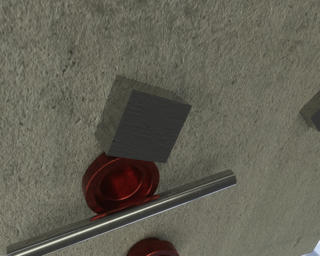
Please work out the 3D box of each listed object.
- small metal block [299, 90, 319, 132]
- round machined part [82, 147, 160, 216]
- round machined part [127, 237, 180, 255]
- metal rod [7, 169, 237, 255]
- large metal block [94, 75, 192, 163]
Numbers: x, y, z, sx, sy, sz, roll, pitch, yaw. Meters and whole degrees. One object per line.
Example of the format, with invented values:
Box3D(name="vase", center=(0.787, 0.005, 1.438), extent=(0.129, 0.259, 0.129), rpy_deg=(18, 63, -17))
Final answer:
Box3D(name="small metal block", center=(0.279, -0.029, 0.541), extent=(0.050, 0.025, 0.050), rpy_deg=(-47, 129, 5))
Box3D(name="round machined part", center=(-0.054, 0.066, 0.407), extent=(0.099, 0.042, 0.097), rpy_deg=(-14, 125, -21))
Box3D(name="round machined part", center=(-0.018, 0.226, 0.526), extent=(0.099, 0.042, 0.097), rpy_deg=(-14, 124, -21))
Box3D(name="metal rod", center=(-0.032, 0.109, 0.402), extent=(0.302, 0.025, 0.025), rpy_deg=(-15, 125, -20))
Box3D(name="large metal block", center=(-0.021, -0.009, 0.371), extent=(0.081, 0.050, 0.079), rpy_deg=(12, 109, -34))
